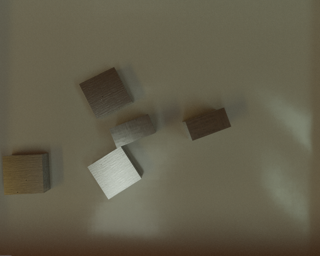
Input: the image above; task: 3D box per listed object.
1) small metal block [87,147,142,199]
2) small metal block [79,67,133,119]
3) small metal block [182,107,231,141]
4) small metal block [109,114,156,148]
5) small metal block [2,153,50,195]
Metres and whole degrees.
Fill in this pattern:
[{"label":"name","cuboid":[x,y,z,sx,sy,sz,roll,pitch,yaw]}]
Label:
[{"label":"small metal block","cuboid":[-0.059,0.058,0.411,0.050,0.025,0.050,-33,91,0]},{"label":"small metal block","cuboid":[-0.070,-0.045,0.410,0.050,0.025,0.050,-27,90,-1]},{"label":"small metal block","cuboid":[0.058,-0.005,0.400,0.050,0.050,0.025,-20,90,0]},{"label":"small metal block","cuboid":[-0.033,0.004,0.399,0.050,0.050,0.025,-21,90,-1]},{"label":"small metal block","cuboid":[-0.176,0.060,0.409,0.050,0.025,0.050,-3,90,-1]}]
